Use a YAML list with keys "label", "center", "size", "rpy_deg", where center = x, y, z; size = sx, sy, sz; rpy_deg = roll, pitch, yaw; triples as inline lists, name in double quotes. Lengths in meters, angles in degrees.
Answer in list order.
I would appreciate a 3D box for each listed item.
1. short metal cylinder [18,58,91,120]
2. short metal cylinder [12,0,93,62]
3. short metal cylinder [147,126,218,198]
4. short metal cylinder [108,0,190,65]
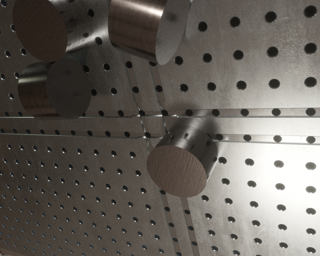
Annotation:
- label: "short metal cylinder"
  center: [-0.138, -0.051, 0.415]
  size: [0.050, 0.080, 0.080]
  rpy_deg: [-1, 118, 28]
- label: "short metal cylinder"
  center: [-0.131, -0.128, 0.383]
  size: [0.080, 0.050, 0.079]
  rpy_deg: [13, 124, 20]
- label: "short metal cylinder"
  center: [0.030, 0.044, 0.405]
  size: [0.080, 0.050, 0.079]
  rpy_deg: [13, 124, 20]
- label: "short metal cylinder"
  center: [-0.009, -0.110, 0.311]
  size: [0.050, 0.080, 0.079]
  rpy_deg: [22, 127, 15]
